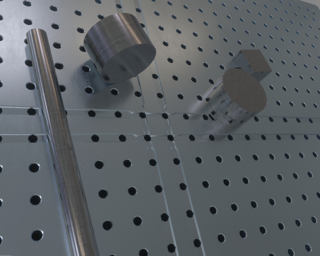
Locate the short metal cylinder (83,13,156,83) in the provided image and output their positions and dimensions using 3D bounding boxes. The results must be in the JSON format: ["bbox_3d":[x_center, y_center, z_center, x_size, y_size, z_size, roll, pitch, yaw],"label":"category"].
[{"bbox_3d":[-0.052,-0.103,0.408,0.081,0.080,0.050,-19,72,-35],"label":"short metal cylinder"}]

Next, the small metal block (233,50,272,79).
[{"bbox_3d":[0.171,-0.117,0.572,0.050,0.025,0.050,-10,67,-32],"label":"small metal block"}]

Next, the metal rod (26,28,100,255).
[{"bbox_3d":[-0.110,0.013,0.340,0.025,0.025,0.299,-6,65,-31],"label":"metal rod"}]

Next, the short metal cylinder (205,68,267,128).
[{"bbox_3d":[0.118,-0.046,0.484,0.081,0.050,0.080,14,56,-21],"label":"short metal cylinder"}]
